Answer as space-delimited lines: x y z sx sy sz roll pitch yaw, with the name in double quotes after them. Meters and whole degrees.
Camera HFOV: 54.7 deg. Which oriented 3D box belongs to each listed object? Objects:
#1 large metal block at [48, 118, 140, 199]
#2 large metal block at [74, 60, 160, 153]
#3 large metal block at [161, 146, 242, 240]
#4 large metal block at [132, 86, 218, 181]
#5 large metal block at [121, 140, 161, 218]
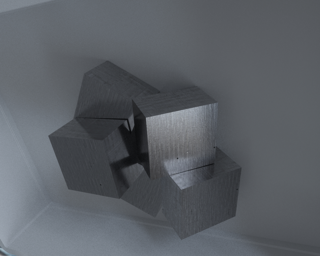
-0.079 0.035 0.386 0.080 0.050 0.079 3 119 27 "large metal block"
-0.059 -0.027 0.404 0.080 0.050 0.079 31 128 7 "large metal block"
0.049 0.079 0.384 0.050 0.081 0.079 45 144 51 "large metal block"
0.017 0.004 0.356 0.081 0.050 0.079 -13 122 -17 "large metal block"
-0.022 0.067 0.438 0.080 0.050 0.079 26 128 11 "large metal block"
